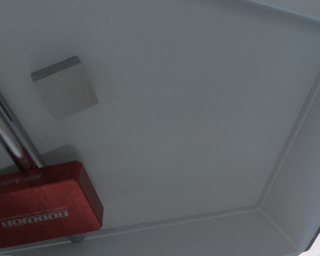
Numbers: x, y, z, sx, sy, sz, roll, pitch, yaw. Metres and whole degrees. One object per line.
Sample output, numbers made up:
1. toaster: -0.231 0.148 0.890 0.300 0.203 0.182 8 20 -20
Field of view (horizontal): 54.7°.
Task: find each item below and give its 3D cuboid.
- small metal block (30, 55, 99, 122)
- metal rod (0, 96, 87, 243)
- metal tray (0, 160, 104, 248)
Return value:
1. small metal block: -0.100 -0.042 0.329 0.050 0.025 0.050 -26 128 -12
2. metal rod: -0.149 0.038 0.351 0.025 0.025 0.298 -26 128 -13
3. metal tray: -0.141 0.090 0.356 0.131 0.030 0.089 -12 127 3
